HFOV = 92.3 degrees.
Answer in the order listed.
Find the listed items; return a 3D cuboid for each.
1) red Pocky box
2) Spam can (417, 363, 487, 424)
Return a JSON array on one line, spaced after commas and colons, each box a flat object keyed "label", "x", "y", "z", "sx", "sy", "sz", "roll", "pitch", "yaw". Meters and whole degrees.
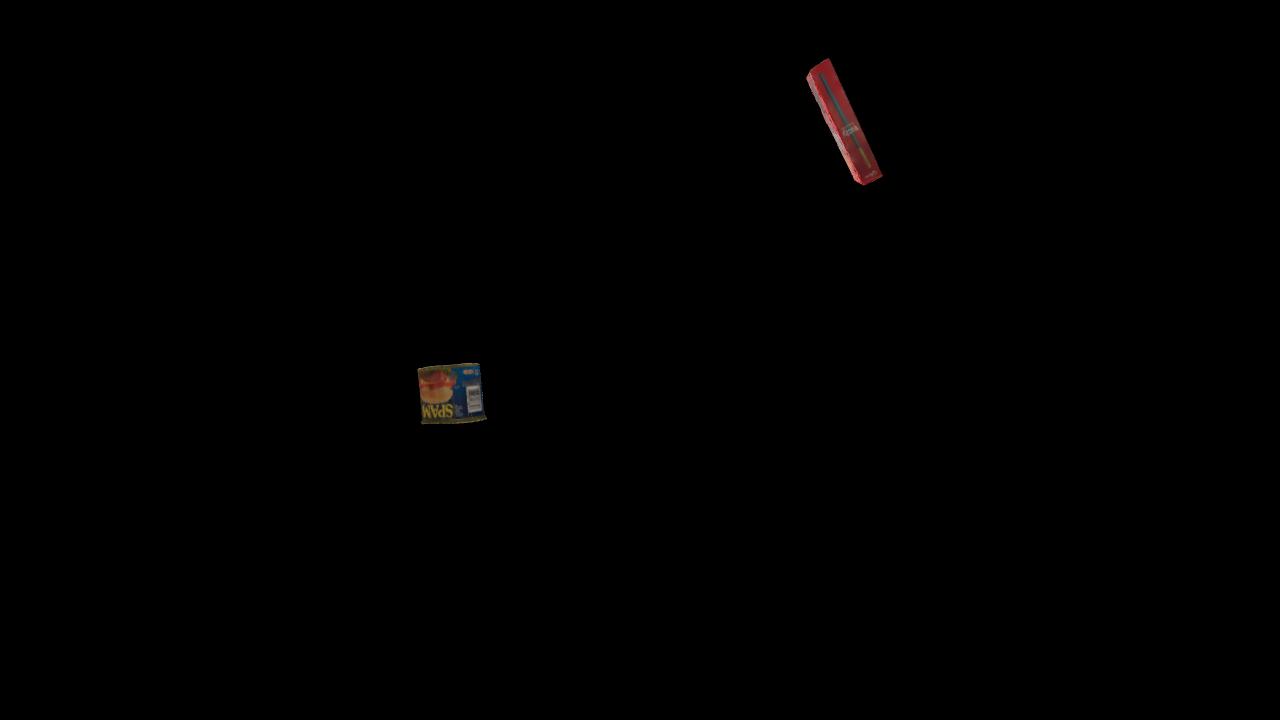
[{"label": "red Pocky box", "x": 0.254, "y": -0.294, "z": 0.770, "sx": 0.028, "sy": 0.155, "sz": 0.083, "roll": -27, "pitch": 11, "yaw": 18}, {"label": "Spam can", "x": -0.278, "y": 0.049, "z": 0.907, "sx": 0.101, "sy": 0.085, "sz": 0.058, "roll": -4, "pitch": 1, "yaw": 33}]
